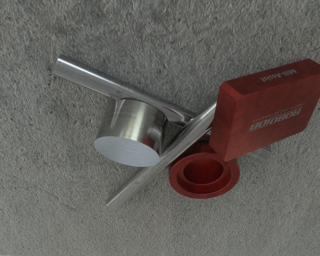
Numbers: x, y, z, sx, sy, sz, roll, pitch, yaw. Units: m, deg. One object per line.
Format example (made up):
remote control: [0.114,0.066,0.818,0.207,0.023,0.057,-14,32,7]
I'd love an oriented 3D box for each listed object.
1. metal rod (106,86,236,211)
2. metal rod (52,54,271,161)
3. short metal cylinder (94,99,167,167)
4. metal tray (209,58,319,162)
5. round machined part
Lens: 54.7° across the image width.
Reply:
metal rod: [0.003,0.042,0.422,0.025,0.025,0.298,26,132,-21]
metal rod: [0.017,-0.018,0.394,0.302,0.025,0.025,22,127,-18]
short metal cylinder: [-0.035,0.008,0.382,0.080,0.050,0.080,10,151,6]
metal tray: [0.123,-0.021,0.352,0.131,0.030,0.089,-17,134,-23]
round machined part: [0.061,0.055,0.445,0.099,0.042,0.097,0,130,0]
